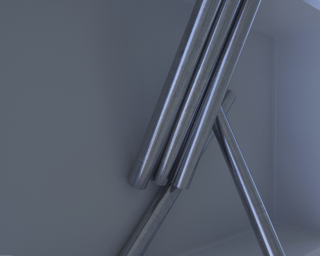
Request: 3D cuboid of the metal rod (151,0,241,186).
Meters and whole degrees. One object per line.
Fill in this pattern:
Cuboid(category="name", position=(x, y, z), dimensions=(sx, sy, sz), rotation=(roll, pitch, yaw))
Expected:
Cuboid(category="metal rod", position=(0.048, -0.065, 0.364), dimensions=(0.025, 0.025, 0.298), rotation=(6, 112, -40))

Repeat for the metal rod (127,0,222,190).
Cuboid(category="metal rod", position=(0.024, -0.064, 0.345), dimensions=(0.025, 0.025, 0.298), rotation=(8, 111, -40))

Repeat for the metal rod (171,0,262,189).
Cuboid(category="metal rod", position=(0.074, -0.065, 0.372), dimensions=(0.025, 0.025, 0.298), rotation=(10, 105, -40))

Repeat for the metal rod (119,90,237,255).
Cuboid(category="metal rod", position=(0.033, 0.057, 0.434), dimensions=(0.025, 0.025, 0.301), rotation=(50, 60, -28))

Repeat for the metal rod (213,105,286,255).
Cuboid(category="metal rod", position=(0.106, 0.056, 0.415), dimensions=(0.025, 0.025, 0.299), rotation=(-5, 68, -40))
